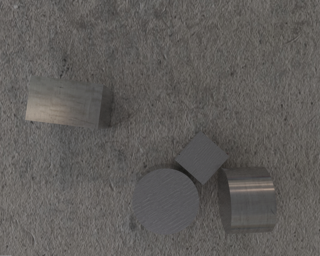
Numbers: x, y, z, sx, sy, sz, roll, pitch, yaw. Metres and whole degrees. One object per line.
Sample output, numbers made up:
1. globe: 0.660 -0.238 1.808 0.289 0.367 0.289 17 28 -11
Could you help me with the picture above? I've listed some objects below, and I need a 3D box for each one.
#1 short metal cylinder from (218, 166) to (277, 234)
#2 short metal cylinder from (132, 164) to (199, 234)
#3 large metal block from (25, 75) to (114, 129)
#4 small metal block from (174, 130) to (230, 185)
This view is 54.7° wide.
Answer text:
1. short metal cylinder: 0.104 0.088 0.384 0.050 0.080 0.080 -2 90 0
2. short metal cylinder: 0.007 0.088 0.398 0.081 0.050 0.080 0 90 0
3. large metal block: -0.105 -0.029 0.382 0.080 0.080 0.050 7 90 0
4. small metal block: 0.054 0.038 0.411 0.050 0.025 0.050 42 90 0
